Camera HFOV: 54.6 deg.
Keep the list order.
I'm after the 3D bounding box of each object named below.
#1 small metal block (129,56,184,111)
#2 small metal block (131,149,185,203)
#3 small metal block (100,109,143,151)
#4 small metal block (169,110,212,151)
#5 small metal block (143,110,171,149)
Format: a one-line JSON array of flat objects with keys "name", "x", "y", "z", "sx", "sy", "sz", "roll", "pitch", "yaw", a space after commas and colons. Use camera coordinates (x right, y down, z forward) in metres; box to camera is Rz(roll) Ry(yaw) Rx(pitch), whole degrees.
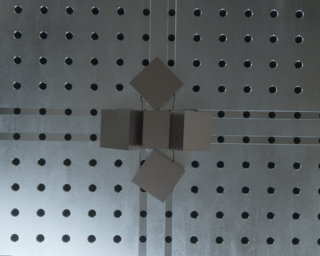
[{"name": "small metal block", "x": -0.004, "y": -0.058, "z": 0.413, "sx": 0.050, "sy": 0.025, "sz": 0.050, "roll": -44, "pitch": 89, "yaw": -1}, {"name": "small metal block", "x": -0.002, "y": 0.062, "z": 0.413, "sx": 0.050, "sy": 0.025, "sz": 0.050, "roll": 34, "pitch": 90, "yaw": 1}, {"name": "small metal block", "x": -0.050, "y": 0.001, "z": 0.400, "sx": 0.050, "sy": 0.025, "sz": 0.050, "roll": 3, "pitch": 91, "yaw": 36}, {"name": "small metal block", "x": 0.040, "y": 0.004, "z": 0.400, "sx": 0.050, "sy": 0.025, "sz": 0.050, "roll": 3, "pitch": 90, "yaw": -41}, {"name": "small metal block", "x": -0.004, "y": 0.002, "z": 0.413, "sx": 0.050, "sy": 0.025, "sz": 0.050, "roll": 1, "pitch": 89, "yaw": 0}]
